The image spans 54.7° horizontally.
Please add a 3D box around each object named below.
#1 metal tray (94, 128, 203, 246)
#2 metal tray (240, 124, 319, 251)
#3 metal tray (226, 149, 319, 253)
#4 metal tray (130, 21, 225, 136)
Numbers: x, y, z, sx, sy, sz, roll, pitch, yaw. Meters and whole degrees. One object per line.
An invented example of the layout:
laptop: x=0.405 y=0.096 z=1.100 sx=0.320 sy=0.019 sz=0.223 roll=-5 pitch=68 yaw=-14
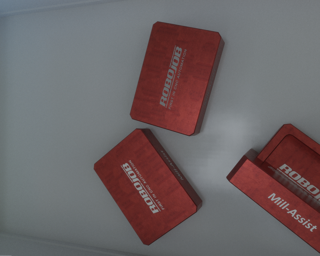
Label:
metal tray: x=-0.018 y=0.076 z=0.414 sx=0.090 sy=0.030 sz=0.130 roll=-40 pitch=78 yaw=15
metal tray: x=0.163 y=0.069 z=0.340 sx=0.130 sy=0.030 sz=0.090 roll=40 pitch=91 yaw=15
metal tray: x=0.138 y=0.076 z=0.326 sx=0.130 sy=0.090 sz=0.030 roll=38 pitch=104 yaw=16
metal tray: x=0.021 y=-0.063 z=0.400 sx=0.090 sy=0.030 sz=0.129 roll=17 pitch=96 yaw=19
